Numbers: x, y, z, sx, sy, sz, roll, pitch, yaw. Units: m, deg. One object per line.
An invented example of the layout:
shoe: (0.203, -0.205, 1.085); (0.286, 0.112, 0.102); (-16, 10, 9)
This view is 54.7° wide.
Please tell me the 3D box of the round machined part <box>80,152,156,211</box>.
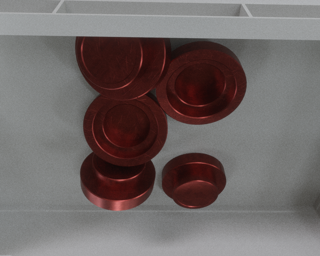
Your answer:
round machined part: (-0.054, 0.056, 0.408); (0.099, 0.098, 0.042); (6, 130, -6)

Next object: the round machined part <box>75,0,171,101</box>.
round machined part: (-0.042, -0.075, 0.306); (0.098, 0.042, 0.097); (5, 108, 17)

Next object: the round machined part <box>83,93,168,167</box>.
round machined part: (-0.040, -0.005, 0.380); (0.099, 0.042, 0.097); (0, 110, 0)

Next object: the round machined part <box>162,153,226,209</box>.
round machined part: (0.052, 0.087, 0.473); (0.099, 0.042, 0.097); (-1, 130, 0)

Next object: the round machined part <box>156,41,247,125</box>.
round machined part: (0.044, -0.054, 0.353); (0.099, 0.042, 0.097); (-1, 130, 0)
